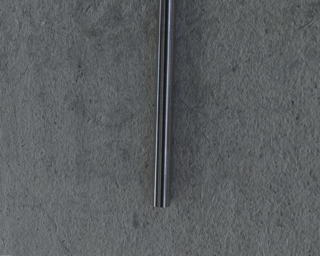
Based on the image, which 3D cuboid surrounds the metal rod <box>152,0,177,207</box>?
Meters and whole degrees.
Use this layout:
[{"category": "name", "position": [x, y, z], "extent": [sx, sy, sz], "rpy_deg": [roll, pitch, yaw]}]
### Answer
[{"category": "metal rod", "position": [0.006, -0.048, 0.407], "extent": [0.025, 0.025, 0.298], "rpy_deg": [2, 91, 20]}]
